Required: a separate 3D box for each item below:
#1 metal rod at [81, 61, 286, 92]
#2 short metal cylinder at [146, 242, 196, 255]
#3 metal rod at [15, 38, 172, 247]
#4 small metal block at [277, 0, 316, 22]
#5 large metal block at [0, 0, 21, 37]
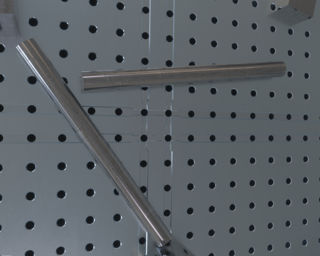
[{"bbox_3d":[0.046,-0.074,0.429,0.303,0.025,0.025,-7,93,-20],"label":"metal rod"},{"bbox_3d":[0.019,0.198,0.407,0.081,0.050,0.080,0,90,-20],"label":"short metal cylinder"},{"bbox_3d":[-0.075,0.027,0.384,0.025,0.025,0.299,-37,102,-16],"label":"metal rod"},{"bbox_3d":[0.220,-0.205,0.493,0.050,0.025,0.050,16,85,-20],"label":"small metal block"},{"bbox_3d":[-0.177,-0.144,0.318,0.050,0.080,0.079,-6,92,-20],"label":"large metal block"}]
